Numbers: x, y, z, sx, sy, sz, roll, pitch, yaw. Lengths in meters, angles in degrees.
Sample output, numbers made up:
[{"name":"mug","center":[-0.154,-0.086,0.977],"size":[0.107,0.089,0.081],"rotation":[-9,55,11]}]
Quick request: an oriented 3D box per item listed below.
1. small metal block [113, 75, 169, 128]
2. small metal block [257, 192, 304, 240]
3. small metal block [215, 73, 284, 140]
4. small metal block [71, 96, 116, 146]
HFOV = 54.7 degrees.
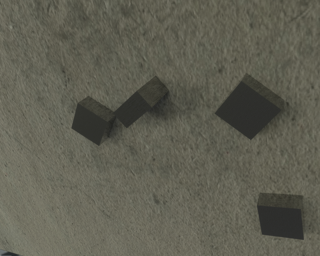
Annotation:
[{"name":"small metal block","center":[-0.023,-0.032,0.381],"size":[0.025,0.050,0.050],"rotation":[48,128,-6]},{"name":"small metal block","center":[0.155,0.111,0.394],"size":[0.050,0.025,0.050],"rotation":[-2,118,29]},{"name":"small metal block","center":[0.098,-0.023,0.341],"size":[0.050,0.025,0.050],"rotation":[37,129,3]},{"name":"small metal block","center":[-0.096,-0.010,0.449],"size":[0.050,0.025,0.050],"rotation":[32,128,7]}]
